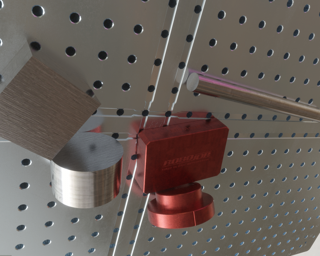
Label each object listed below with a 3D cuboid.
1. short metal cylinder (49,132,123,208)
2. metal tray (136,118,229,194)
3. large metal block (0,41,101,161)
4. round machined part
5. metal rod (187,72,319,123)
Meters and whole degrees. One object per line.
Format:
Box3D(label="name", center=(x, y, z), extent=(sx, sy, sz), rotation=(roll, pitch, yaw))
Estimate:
Box3D(label="short metal cylinder", center=(-0.084, 0.046, 0.359), extent=(0.081, 0.080, 0.050), rotation=(-7, 122, -25))
Box3D(label="metal tray", center=(0.032, 0.039, 0.452), extent=(0.131, 0.030, 0.089), rotation=(-10, 123, -24))
Box3D(label="large metal block", center=(-0.122, -0.026, 0.313), extent=(0.080, 0.050, 0.080), rotation=(-48, 129, 5))
Box3D(label="round machined part", center=(0.029, 0.108, 0.457), extent=(0.099, 0.098, 0.042), rotation=(-10, 95, -24))
Box3D(label="metal rod", center=(0.168, -0.040, 0.480), extent=(0.302, 0.025, 0.025), rotation=(9, 114, -33))
